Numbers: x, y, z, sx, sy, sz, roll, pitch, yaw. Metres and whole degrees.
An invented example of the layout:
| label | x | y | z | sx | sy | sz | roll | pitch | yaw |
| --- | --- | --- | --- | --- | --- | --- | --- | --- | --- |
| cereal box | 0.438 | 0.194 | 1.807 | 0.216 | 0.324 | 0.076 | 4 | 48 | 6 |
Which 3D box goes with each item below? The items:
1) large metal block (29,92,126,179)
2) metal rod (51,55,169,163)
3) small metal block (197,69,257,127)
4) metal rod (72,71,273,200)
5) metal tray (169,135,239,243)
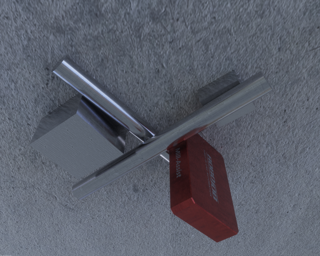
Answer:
| label | x | y | z | sx | sy | sz | roll | pitch | yaw |
| --- | --- | --- | --- | --- | --- | --- | --- | --- | --- |
| large metal block | -0.101 | 0.010 | 0.398 | 0.080 | 0.050 | 0.080 | -30 | 125 | 22 |
| metal rod | -0.013 | 0.012 | 0.419 | 0.025 | 0.025 | 0.301 | -35 | 123 | 25 |
| small metal block | 0.082 | -0.035 | 0.380 | 0.050 | 0.025 | 0.050 | -28 | 125 | 21 |
| metal rod | -0.002 | 0.021 | 0.393 | 0.300 | 0.025 | 0.025 | -32 | 124 | 23 |
| metal tray | 0.053 | 0.066 | 0.396 | 0.030 | 0.130 | 0.090 | -35 | 122 | 26 |
